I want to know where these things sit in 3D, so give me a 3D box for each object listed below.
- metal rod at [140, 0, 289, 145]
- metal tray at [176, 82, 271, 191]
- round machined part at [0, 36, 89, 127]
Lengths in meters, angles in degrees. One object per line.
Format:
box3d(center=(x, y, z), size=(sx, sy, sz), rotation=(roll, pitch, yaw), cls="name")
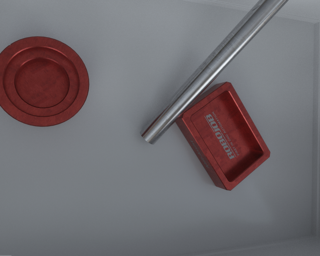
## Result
box3d(center=(0.082, -0.094, 0.372), size=(0.025, 0.025, 0.299), rotation=(39, 104, -17), cls="metal rod")
box3d(center=(0.090, 0.011, 0.442), size=(0.090, 0.030, 0.130), rotation=(-36, 102, -17), cls="metal tray")
box3d(center=(-0.133, -0.050, 0.352), size=(0.099, 0.042, 0.097), rotation=(0, 90, -21), cls="round machined part")
